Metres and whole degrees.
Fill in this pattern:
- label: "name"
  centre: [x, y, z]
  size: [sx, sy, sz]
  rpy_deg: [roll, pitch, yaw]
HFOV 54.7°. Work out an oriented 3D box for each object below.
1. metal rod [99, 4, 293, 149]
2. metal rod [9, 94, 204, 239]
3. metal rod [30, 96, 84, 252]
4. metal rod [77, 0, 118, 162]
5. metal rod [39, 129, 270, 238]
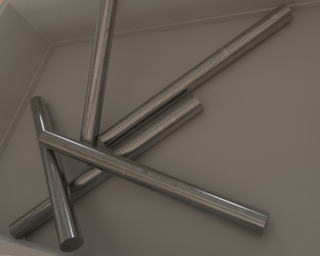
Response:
- label: "metal rod"
  centre: [0.046, -0.068, 0.421]
  size: [0.300, 0.025, 0.025]
  rpy_deg: [-35, 52, 4]
- label: "metal rod"
  centre: [-0.073, 0.053, 0.409]
  size: [0.300, 0.025, 0.025]
  rpy_deg: [-35, 52, 4]
- label: "metal rod"
  centre: [-0.154, 0.039, 0.436]
  size: [0.025, 0.025, 0.300]
  rpy_deg: [-38, 44, 2]
- label: "metal rod"
  centre: [-0.081, -0.100, 0.426]
  size: [0.025, 0.025, 0.298]
  rpy_deg: [10, 93, 32]
- label: "metal rod"
  centre: [-0.028, 0.053, 0.362]
  size: [0.301, 0.025, 0.025]
  rpy_deg: [17, 71, 26]
